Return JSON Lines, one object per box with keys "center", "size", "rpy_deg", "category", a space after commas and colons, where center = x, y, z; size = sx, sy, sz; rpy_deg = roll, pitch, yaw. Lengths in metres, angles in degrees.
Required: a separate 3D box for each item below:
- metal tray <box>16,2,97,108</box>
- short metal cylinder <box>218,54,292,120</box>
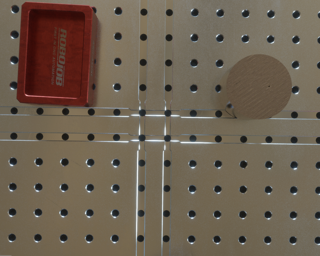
{"center": [-0.134, -0.094, 0.408], "size": [0.091, 0.030, 0.129], "rpy_deg": [3, 90, -1], "category": "metal tray"}
{"center": [0.121, -0.051, 0.403], "size": [0.081, 0.050, 0.079], "rpy_deg": [0, 90, -1], "category": "short metal cylinder"}
